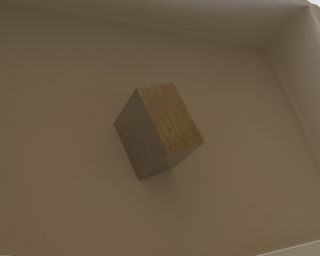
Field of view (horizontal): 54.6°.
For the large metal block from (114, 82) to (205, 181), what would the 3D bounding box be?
[{"bbox_3d":[-0.005,0.005,0.364,0.050,0.080,0.080,-14,69,-34],"label":"large metal block"}]
